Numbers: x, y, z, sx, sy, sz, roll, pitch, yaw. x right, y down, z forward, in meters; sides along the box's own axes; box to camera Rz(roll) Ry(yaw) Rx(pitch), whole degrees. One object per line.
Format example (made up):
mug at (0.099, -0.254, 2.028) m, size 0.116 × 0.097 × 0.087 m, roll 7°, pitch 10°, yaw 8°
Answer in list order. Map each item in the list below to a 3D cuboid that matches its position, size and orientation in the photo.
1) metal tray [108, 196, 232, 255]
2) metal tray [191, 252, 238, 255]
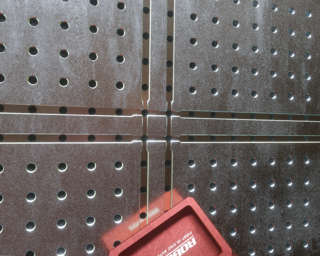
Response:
metal tray at (0.013, 0.160, 0.392) m, size 0.131 × 0.030 × 0.090 m, roll -31°, pitch 69°, yaw -17°
metal tray at (0.062, 0.239, 0.432) m, size 0.091 × 0.030 × 0.129 m, roll 10°, pitch 87°, yaw -20°
